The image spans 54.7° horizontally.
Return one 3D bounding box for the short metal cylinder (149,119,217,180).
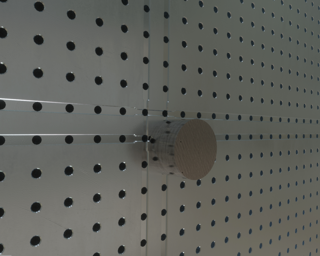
[{"bbox_3d":[0.032,0.028,0.422,0.081,0.050,0.079,0,90,-40],"label":"short metal cylinder"}]
